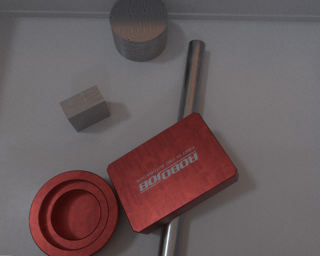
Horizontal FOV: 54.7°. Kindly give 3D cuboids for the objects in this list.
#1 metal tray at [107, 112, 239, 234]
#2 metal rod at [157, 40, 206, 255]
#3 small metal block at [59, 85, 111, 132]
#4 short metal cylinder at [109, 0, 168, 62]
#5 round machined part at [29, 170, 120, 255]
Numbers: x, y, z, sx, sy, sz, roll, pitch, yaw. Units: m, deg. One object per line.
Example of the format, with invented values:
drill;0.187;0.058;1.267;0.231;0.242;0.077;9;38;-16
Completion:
metal tray;0.013;0.052;0.363;0.130;0.030;0.090;-32;62;3
metal rod;0.031;0.017;0.403;0.025;0.025;0.299;9;70;3
small metal block;-0.096;-0.024;0.404;0.050;0.050;0.025;-28;73;-10
short metal cylinder;-0.029;-0.144;0.448;0.081;0.050;0.080;0;70;0
round machined part;-0.096;0.102;0.362;0.099;0.042;0.098;0;70;-1
